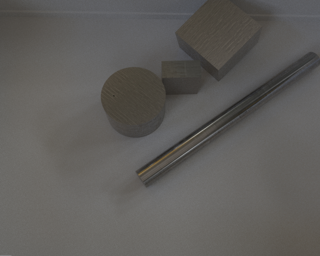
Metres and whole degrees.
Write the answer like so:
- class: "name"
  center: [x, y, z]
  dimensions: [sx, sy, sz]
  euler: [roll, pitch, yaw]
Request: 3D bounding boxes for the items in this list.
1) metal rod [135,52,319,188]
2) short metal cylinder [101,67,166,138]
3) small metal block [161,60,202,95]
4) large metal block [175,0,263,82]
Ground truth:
- class: "metal rod"
  center: [0.099, -0.017, 0.417]
  dimensions: [0.301, 0.025, 0.025]
  euler: [-34, 74, -12]
- class: "short metal cylinder"
  center: [-0.033, -0.033, 0.408]
  dimensions: [0.081, 0.050, 0.080]
  euler: [0, 70, 0]
- class: "small metal block"
  center: [0.027, -0.068, 0.421]
  dimensions: [0.050, 0.050, 0.025]
  euler: [-2, 70, -1]
- class: "large metal block"
  center: [0.081, -0.126, 0.433]
  dimensions: [0.080, 0.050, 0.080]
  euler: [-45, 76, 1]
